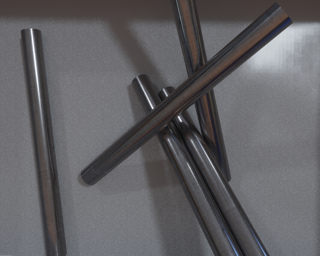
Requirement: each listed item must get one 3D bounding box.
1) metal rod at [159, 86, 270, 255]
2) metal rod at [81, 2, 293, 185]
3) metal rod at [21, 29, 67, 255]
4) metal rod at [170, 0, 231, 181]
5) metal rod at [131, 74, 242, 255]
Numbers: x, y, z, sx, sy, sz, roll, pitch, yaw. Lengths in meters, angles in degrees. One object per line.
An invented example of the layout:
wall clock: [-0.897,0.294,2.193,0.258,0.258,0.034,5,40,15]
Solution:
metal rod: [0.069,0.074,0.350,0.025,0.025,0.299,-27,65,0]
metal rod: [0.010,-0.020,0.349,0.299,0.025,0.025,-39,91,25]
metal rod: [-0.153,0.021,0.409,0.025,0.025,0.298,-7,90,0]
metal rod: [0.044,-0.061,0.351,0.025,0.025,0.298,-17,115,0]
metal rod: [0.035,0.059,0.353,0.025,0.025,0.299,-26,66,0]
